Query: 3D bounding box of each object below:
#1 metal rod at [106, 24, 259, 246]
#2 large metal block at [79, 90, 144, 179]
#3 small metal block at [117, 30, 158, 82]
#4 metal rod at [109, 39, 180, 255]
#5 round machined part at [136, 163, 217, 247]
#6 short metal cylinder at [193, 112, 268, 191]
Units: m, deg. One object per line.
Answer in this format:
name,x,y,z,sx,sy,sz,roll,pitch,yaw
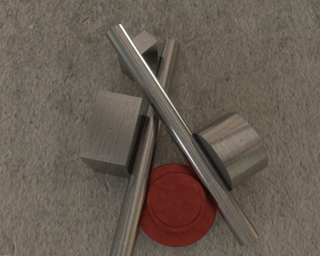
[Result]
metal rod,0.022,0.002,0.372,0.025,0.025,0.299,-31,82,-11
large metal block,-0.053,0.011,0.375,0.050,0.080,0.080,11,70,4
small metal block,-0.030,-0.099,0.432,0.050,0.050,0.025,-43,76,-14
metal rod,-0.012,0.009,0.390,0.025,0.025,0.300,11,64,4
round machined part,0.019,0.090,0.368,0.099,0.042,0.098,0,70,-1
short metal cylinder,0.082,0.028,0.371,0.050,0.080,0.080,-31,73,-11
